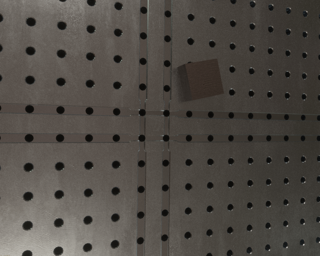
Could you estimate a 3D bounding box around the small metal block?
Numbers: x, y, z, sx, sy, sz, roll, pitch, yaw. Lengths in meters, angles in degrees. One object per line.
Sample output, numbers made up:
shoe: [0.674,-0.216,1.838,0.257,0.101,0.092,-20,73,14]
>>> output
small metal block: [0.057,-0.067,0.435,0.050,0.025,0.050,-14,95,-20]
